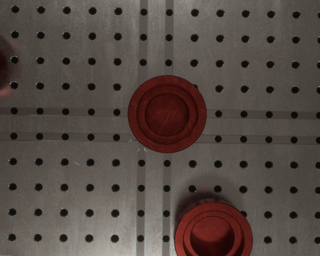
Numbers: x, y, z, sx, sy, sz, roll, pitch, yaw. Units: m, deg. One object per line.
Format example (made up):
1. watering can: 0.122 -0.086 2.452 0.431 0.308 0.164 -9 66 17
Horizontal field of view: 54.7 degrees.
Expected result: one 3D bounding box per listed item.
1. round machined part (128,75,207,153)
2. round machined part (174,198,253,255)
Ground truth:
1. round machined part: 0.009 -0.017 0.405 0.099 0.042 0.097 0 90 -1
2. round machined part: 0.067 0.140 0.406 0.099 0.042 0.097 0 90 -1
